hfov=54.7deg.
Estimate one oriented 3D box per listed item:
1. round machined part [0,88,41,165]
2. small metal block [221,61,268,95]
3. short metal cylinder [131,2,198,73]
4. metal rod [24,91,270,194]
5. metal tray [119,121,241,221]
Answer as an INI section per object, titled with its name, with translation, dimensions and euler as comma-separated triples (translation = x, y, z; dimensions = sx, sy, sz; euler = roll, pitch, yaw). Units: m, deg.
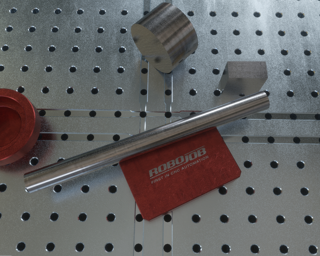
[round machined part]
translation = -0.203, 0.002, 0.400
dimensions = 0.099, 0.042, 0.098
euler = 0, 70, -1
[small metal block]
translation = 0.113, -0.067, 0.425
dimensions = 0.050, 0.050, 0.025
euler = 0, 70, 0
[short metal cylinder]
translation = 0.006, -0.123, 0.428
dimensions = 0.050, 0.080, 0.080
euler = -43, 76, -14
[metal rod]
translation = -0.009, 0.014, 0.374
dimensions = 0.302, 0.025, 0.025
euler = -19, 71, -7
[metal tray]
translation = 0.023, 0.049, 0.391
dimensions = 0.131, 0.030, 0.090
euler = -24, 72, -9
